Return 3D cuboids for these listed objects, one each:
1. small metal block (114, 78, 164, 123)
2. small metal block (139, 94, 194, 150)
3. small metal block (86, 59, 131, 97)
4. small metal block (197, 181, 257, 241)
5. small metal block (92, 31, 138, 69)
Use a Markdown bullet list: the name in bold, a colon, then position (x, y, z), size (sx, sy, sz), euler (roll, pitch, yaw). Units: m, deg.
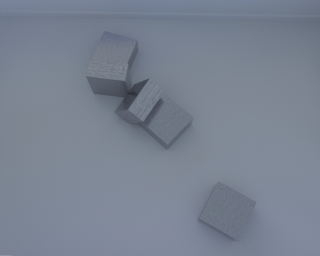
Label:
- **small metal block**: position (-0.028, -0.034, 0.406), size (0.025, 0.050, 0.050), euler (40, 72, -21)
- **small metal block**: position (0.008, -0.008, 0.413), size (0.050, 0.025, 0.050), euler (41, 75, 13)
- **small metal block**: position (-0.067, -0.066, 0.419), size (0.050, 0.050, 0.025), euler (7, 70, 3)
- **small metal block**: position (0.080, 0.101, 0.374), size (0.050, 0.025, 0.050), euler (28, 72, 9)
- **small metal block**: position (-0.064, -0.107, 0.448), size (0.050, 0.025, 0.050), euler (17, 71, 5)
